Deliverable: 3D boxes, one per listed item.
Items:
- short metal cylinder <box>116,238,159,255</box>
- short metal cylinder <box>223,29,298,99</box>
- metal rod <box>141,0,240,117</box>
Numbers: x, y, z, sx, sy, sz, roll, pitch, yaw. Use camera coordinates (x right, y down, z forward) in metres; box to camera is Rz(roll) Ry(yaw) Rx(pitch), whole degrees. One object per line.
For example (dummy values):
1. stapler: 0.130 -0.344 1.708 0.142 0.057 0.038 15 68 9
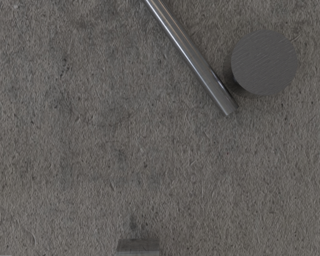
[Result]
1. short metal cylinder: -0.025 0.179 0.382 0.050 0.080 0.079 -1 90 0
2. short metal cylinder: 0.126 -0.079 0.398 0.081 0.050 0.079 0 90 0
3. metal rod: 0.008 -0.144 0.409 0.025 0.025 0.299 -35 90 0
